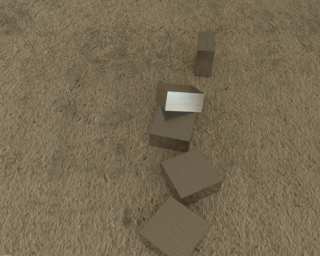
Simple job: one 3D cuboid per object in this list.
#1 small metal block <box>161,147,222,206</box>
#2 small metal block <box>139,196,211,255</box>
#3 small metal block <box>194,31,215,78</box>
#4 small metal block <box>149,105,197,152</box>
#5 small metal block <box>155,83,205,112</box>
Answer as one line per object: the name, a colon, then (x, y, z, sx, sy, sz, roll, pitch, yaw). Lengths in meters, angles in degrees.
small metal block: (0.035, 0.056, 0.356, 0.050, 0.025, 0.050, -20, 53, -16)
small metal block: (0.015, 0.107, 0.314, 0.050, 0.025, 0.050, 31, 56, 23)
small metal block: (0.070, -0.115, 0.484, 0.025, 0.050, 0.050, 5, 50, 4)
small metal block: (0.017, 0.001, 0.402, 0.050, 0.025, 0.050, 11, 51, 9)
small metal block: (0.026, -0.042, 0.418, 0.050, 0.025, 0.050, 2, 20, -17)
